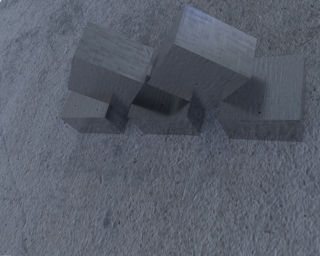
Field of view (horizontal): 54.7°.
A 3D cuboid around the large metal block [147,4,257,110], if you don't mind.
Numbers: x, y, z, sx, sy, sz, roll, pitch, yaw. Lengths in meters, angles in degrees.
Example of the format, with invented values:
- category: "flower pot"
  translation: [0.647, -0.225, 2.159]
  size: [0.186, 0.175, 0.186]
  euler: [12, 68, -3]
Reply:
- category: "large metal block"
  translation: [0.042, -0.070, 0.329]
  size: [0.080, 0.080, 0.050]
  euler: [137, 152, -62]

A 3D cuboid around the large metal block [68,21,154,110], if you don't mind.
- category: "large metal block"
  translation: [-0.063, -0.072, 0.381]
  size: [0.080, 0.080, 0.050]
  euler: [19, 65, -13]

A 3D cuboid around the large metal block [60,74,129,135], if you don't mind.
- category: "large metal block"
  translation: [-0.088, -0.038, 0.457]
  size: [0.080, 0.050, 0.080]
  euler: [0, 62, 28]

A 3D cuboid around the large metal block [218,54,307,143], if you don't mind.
- category: "large metal block"
  translation: [0.117, -0.032, 0.347]
  size: [0.080, 0.050, 0.080]
  euler: [2, 62, 28]

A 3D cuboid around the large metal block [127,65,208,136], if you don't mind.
- category: "large metal block"
  translation: [0.015, -0.037, 0.404]
  size: [0.080, 0.050, 0.080]
  euler: [1, 62, 28]
